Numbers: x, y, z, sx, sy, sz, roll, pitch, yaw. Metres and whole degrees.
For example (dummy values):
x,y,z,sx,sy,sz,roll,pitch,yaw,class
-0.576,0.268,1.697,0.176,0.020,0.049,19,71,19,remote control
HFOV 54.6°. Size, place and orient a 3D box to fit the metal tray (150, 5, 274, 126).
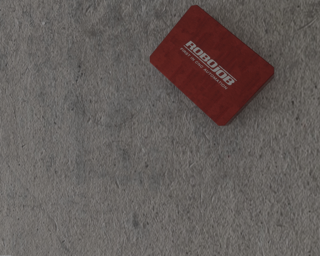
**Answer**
x,y,z,sx,sy,sz,roll,pitch,yaw,class
0.062,-0.076,0.385,0.130,0.030,0.090,45,104,14,metal tray
